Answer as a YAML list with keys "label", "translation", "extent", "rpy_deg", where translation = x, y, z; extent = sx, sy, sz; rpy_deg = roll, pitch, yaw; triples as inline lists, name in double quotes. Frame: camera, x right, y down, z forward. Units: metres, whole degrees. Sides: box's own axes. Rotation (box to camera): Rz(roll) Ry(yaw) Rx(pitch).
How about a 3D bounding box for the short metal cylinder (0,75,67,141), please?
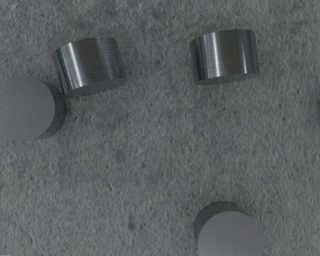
- label: "short metal cylinder"
  translation: [-0.166, -0.024, 0.395]
  extent: [0.081, 0.050, 0.079]
  rpy_deg: [0, 90, -1]

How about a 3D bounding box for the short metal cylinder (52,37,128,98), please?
- label: "short metal cylinder"
  translation: [-0.085, -0.073, 0.381]
  extent: [0.080, 0.080, 0.050]
  rpy_deg: [-16, 90, 0]

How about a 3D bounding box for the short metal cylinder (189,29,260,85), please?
- label: "short metal cylinder"
  translation: [0.079, -0.085, 0.384]
  extent: [0.081, 0.080, 0.050]
  rpy_deg: [-7, 90, 0]

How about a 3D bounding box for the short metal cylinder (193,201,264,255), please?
- label: "short metal cylinder"
  translation: [0.086, 0.140, 0.399]
  extent: [0.081, 0.050, 0.079]
  rpy_deg: [0, 90, -1]

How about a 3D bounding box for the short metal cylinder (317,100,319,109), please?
- label: "short metal cylinder"
  translation: [0.248, -0.026, 0.386]
  extent: [0.080, 0.080, 0.050]
  rpy_deg: [-26, 90, 0]
